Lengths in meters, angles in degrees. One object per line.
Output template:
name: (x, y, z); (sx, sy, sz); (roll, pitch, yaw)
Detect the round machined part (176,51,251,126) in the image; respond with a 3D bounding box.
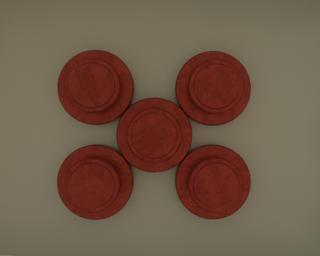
round machined part: (0.070, -0.052, 0.403); (0.099, 0.042, 0.097); (0, 90, -1)

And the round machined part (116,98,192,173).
round machined part: (-0.007, 0.009, 0.401); (0.099, 0.042, 0.097); (0, 90, -1)

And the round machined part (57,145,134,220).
round machined part: (-0.084, 0.071, 0.401); (0.099, 0.042, 0.097); (0, 90, -1)

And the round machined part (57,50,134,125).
round machined part: (-0.084, -0.053, 0.400); (0.099, 0.042, 0.097); (0, 90, -1)

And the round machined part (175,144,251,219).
round machined part: (0.070, 0.071, 0.403); (0.099, 0.042, 0.097); (0, 90, -1)
